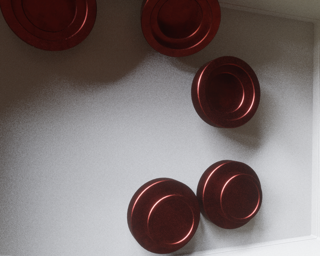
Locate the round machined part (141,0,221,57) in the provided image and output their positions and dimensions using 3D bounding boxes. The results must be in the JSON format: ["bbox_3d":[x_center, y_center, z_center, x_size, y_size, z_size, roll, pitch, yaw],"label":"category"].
[{"bbox_3d":[0.024,-0.144,0.393,0.099,0.042,0.097,-4,133,-4],"label":"round machined part"}]

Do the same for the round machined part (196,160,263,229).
[{"bbox_3d":[0.105,0.096,0.442,0.099,0.042,0.097,0,90,-21],"label":"round machined part"}]

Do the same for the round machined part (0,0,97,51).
[{"bbox_3d":[-0.125,-0.136,0.348,0.099,0.042,0.097,-6,105,-23],"label":"round machined part"}]

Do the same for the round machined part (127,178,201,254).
[{"bbox_3d":[0.010,0.117,0.406,0.099,0.042,0.097,0,90,-21],"label":"round machined part"}]

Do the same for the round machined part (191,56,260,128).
[{"bbox_3d":[0.088,-0.049,0.435,0.099,0.042,0.097,0,90,-21],"label":"round machined part"}]
